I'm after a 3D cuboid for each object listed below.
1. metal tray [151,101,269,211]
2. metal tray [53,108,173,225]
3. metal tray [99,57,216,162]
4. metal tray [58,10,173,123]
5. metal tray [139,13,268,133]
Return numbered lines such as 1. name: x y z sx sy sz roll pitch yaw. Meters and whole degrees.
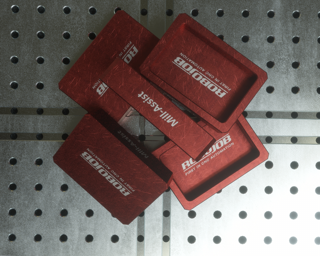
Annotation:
1. metal tray: 0.063 0.035 0.410 0.130 0.030 0.090 -34 90 -1
2. metal tray: -0.060 0.050 0.391 0.130 0.030 0.090 42 115 -1
3. metal tray: -0.002 -0.019 0.350 0.130 0.090 0.030 41 90 -1
4. metal tray: -0.057 -0.076 0.409 0.090 0.030 0.130 39 90 -1
5. metal tray: 0.052 -0.065 0.381 0.130 0.030 0.090 36 90 -1
